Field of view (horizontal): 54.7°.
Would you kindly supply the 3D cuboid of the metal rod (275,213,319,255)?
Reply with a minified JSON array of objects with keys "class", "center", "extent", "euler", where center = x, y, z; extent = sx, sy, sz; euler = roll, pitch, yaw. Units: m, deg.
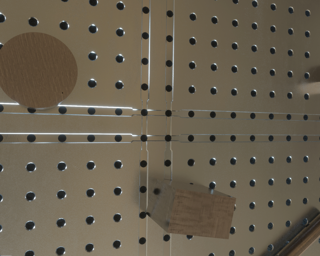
[{"class":"metal rod","center":[0.161,0.227,0.472],"extent":[0.302,0.025,0.025],"euler":[-34,101,-17]}]

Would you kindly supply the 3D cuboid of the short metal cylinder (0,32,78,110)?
[{"class":"short metal cylinder","center":[-0.137,-0.061,0.349],"extent":[0.081,0.050,0.080],"euler":[0,90,-20]}]

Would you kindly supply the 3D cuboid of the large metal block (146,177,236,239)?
[{"class":"large metal block","center":[0.037,0.100,0.397],"extent":[0.081,0.080,0.050],"euler":[13,86,-20]}]
